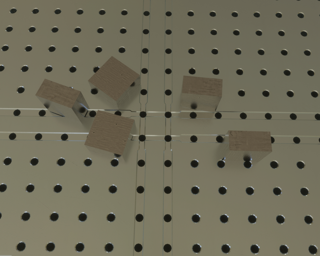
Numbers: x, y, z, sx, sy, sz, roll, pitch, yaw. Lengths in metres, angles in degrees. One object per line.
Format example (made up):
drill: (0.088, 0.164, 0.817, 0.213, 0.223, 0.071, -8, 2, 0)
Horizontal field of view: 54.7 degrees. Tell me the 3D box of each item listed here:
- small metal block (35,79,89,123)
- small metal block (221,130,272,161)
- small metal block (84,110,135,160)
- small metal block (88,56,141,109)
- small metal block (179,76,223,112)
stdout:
small metal block: (-0.127, -0.035, 0.410, 0.050, 0.050, 0.025, 20, 71, 7)
small metal block: (0.107, 0.024, 0.391, 0.050, 0.050, 0.025, 2, 70, 0)
small metal block: (-0.064, 0.009, 0.408, 0.050, 0.025, 0.050, 15, 71, 5)
small metal block: (-0.063, -0.064, 0.434, 0.050, 0.025, 0.050, 36, 74, 12)
small metal block: (0.054, -0.045, 0.416, 0.050, 0.050, 0.025, 6, 70, 2)
